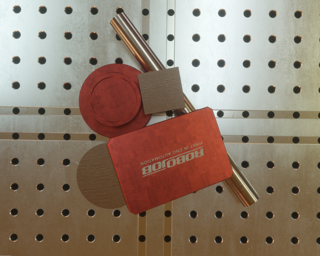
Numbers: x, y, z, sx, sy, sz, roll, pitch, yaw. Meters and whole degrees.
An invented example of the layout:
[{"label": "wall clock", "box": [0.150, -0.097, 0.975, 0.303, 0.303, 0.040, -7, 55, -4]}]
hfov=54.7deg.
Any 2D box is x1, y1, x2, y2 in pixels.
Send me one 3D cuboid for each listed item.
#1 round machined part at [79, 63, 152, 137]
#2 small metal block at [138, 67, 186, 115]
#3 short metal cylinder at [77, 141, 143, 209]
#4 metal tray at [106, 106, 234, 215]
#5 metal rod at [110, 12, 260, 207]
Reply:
[{"label": "round machined part", "box": [-0.056, -0.035, 0.400, 0.099, 0.042, 0.097, 0, 90, 1]}, {"label": "small metal block", "box": [0.003, -0.046, 0.386, 0.050, 0.025, 0.050, -10, 93, 5]}, {"label": "short metal cylinder", "box": [-0.060, 0.057, 0.396, 0.081, 0.050, 0.079, 0, 90, 0]}, {"label": "metal tray", "box": [0.012, 0.036, 0.369, 0.131, 0.030, 0.090, -18, 90, -13]}, {"label": "metal rod", "box": [0.033, -0.024, 0.410, 0.025, 0.025, 0.299, -36, 90, 0]}]
